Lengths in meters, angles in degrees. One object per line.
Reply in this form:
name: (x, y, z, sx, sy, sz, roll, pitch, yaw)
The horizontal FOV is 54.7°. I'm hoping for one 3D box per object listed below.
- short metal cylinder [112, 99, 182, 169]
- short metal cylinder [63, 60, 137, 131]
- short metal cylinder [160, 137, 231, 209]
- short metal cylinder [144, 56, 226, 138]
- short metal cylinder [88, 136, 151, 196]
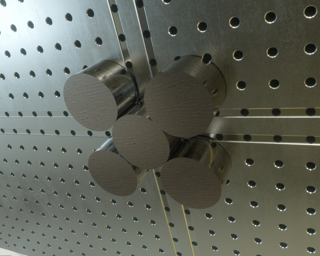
short metal cylinder: (-0.015, 0.007, 0.405, 0.080, 0.050, 0.079, 13, 124, 20)
short metal cylinder: (-0.078, -0.042, 0.407, 0.080, 0.050, 0.079, 13, 124, 20)
short metal cylinder: (0.047, 0.058, 0.404, 0.080, 0.050, 0.079, 13, 124, 20)
short metal cylinder: (0.029, -0.036, 0.354, 0.080, 0.050, 0.079, 13, 124, 20)
short metal cylinder: (-0.057, 0.053, 0.455, 0.080, 0.050, 0.079, 13, 124, 20)
